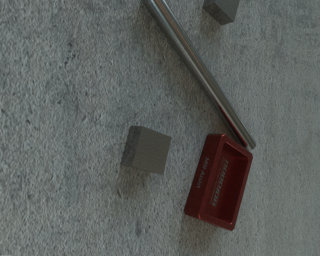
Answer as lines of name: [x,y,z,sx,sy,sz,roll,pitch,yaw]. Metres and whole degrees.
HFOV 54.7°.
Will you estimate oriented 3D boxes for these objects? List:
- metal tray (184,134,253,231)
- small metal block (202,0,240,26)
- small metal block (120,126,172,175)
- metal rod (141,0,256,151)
metal tray: [0.095,0.084,0.483,0.090,0.030,0.130,31,70,-36]
small metal block: [0.098,-0.200,0.489,0.050,0.025,0.050,27,73,-37]
small metal block: [-0.017,0.028,0.393,0.050,0.025,0.050,22,76,-38]
metal rod: [0.071,-0.070,0.466,0.300,0.025,0.025,50,60,-29]
